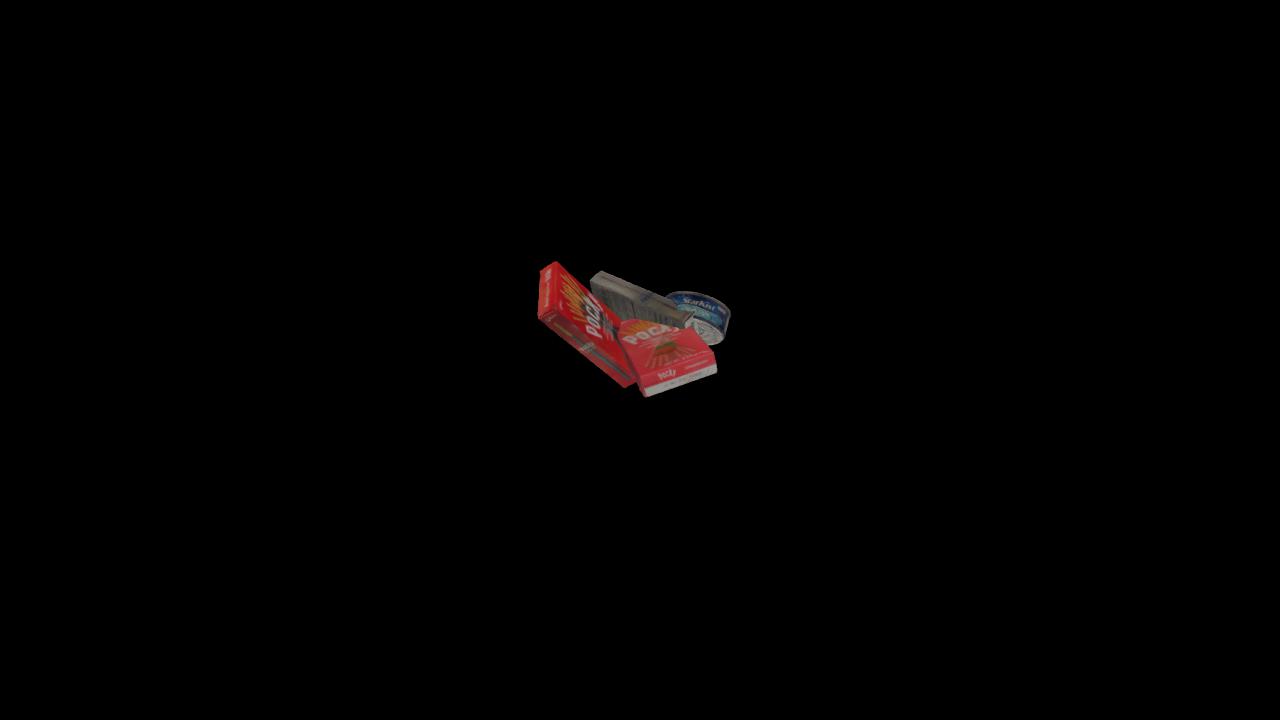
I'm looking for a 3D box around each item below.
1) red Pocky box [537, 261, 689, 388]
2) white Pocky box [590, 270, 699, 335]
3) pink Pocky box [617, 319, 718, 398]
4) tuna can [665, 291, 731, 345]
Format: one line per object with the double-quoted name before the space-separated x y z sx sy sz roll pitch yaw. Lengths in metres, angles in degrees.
"red Pocky box" -0.056 -0.039 0.715 0.028 0.083 0.155 -28 -47 24
"white Pocky box" 0.006 -0.051 0.766 0.154 0.084 0.028 28 58 33
"pink Pocky box" 0.023 -0.015 0.703 0.084 0.029 0.155 -18 27 -6
"tuna can" 0.065 -0.049 0.743 0.084 0.034 0.084 15 -19 5
